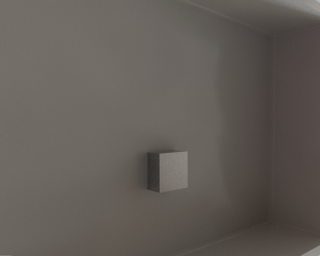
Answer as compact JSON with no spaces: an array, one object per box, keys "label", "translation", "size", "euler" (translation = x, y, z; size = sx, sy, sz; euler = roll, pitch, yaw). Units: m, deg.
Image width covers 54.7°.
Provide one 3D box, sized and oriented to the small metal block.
[{"label":"small metal block","translation":[0.011,0.057,0.418],"size":[0.050,0.025,0.050],"euler":[0,91,-40]}]
